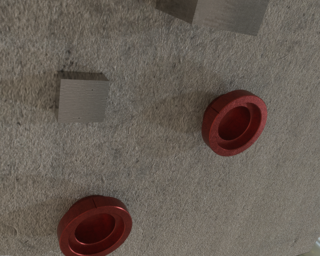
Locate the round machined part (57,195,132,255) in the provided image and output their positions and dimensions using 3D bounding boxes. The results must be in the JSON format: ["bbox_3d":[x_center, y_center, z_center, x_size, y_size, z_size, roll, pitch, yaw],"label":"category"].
[{"bbox_3d":[-0.092,0.132,0.429,0.099,0.042,0.097,-14,125,-21],"label":"round machined part"}]

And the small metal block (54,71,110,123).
[{"bbox_3d":[-0.087,-0.034,0.340,0.050,0.025,0.050,-2,119,-28],"label":"small metal block"}]

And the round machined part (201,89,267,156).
[{"bbox_3d":[0.102,-0.011,0.447,0.099,0.042,0.097,-14,125,-21],"label":"round machined part"}]

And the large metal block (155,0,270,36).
[{"bbox_3d":[0.053,-0.134,0.318,0.081,0.080,0.050,0,119,-29],"label":"large metal block"}]
